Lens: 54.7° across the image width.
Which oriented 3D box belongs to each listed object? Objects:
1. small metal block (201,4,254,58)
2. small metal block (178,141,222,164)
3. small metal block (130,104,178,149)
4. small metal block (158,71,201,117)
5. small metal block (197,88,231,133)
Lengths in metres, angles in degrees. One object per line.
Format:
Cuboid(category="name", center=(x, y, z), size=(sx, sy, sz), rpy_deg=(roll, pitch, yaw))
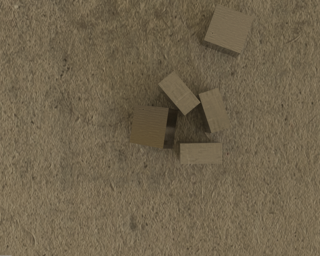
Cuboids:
Cuboid(category="small metal block", center=(0.089, -0.128, 0.410), size=(0.050, 0.025, 0.050), rpy_deg=(20, 90, 0))
Cuboid(category="small metal block", center=(0.050, 0.031, 0.398), size=(0.050, 0.050, 0.025), rpy_deg=(-1, 90, 0))
Cuboid(category="small metal block", center=(-0.008, -0.002, 0.399), size=(0.050, 0.025, 0.050), rpy_deg=(8, 91, 30))
Cuboid(category="small metal block", center=(0.023, -0.042, 0.397), size=(0.025, 0.050, 0.050), rpy_deg=(-40, 90, 0))
Cuboid(category="small metal block", center=(0.066, -0.021, 0.398), size=(0.025, 0.050, 0.050), rpy_deg=(-18, 90, 0))
